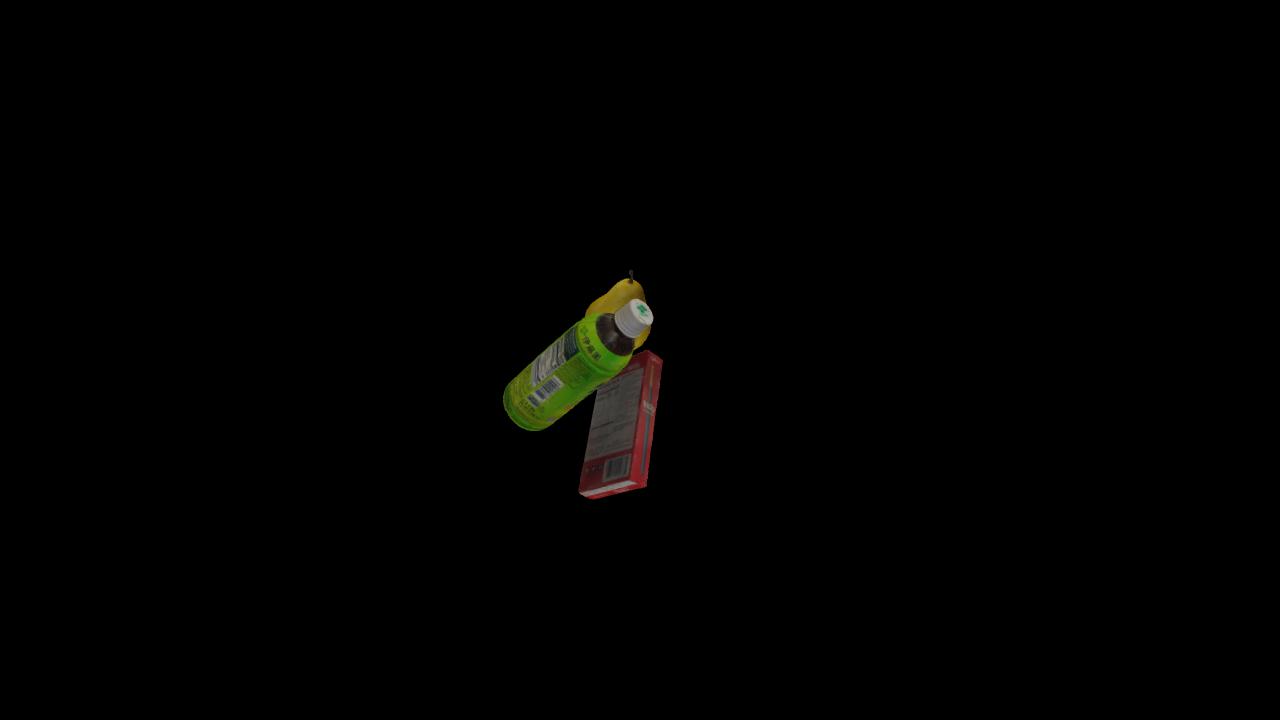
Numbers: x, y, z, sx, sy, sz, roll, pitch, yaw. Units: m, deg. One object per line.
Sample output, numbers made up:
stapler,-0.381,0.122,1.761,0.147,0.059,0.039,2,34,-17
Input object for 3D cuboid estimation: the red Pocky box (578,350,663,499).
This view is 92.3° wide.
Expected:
red Pocky box,-0.019,0.069,0.667,0.028,0.155,0.083,32,-38,-33

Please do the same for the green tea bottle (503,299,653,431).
green tea bottle,-0.065,0.004,0.656,0.073,0.073,0.212,0,-28,-46

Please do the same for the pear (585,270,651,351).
pear,-0.017,-0.062,0.718,0.080,0.111,0.080,19,37,-15
